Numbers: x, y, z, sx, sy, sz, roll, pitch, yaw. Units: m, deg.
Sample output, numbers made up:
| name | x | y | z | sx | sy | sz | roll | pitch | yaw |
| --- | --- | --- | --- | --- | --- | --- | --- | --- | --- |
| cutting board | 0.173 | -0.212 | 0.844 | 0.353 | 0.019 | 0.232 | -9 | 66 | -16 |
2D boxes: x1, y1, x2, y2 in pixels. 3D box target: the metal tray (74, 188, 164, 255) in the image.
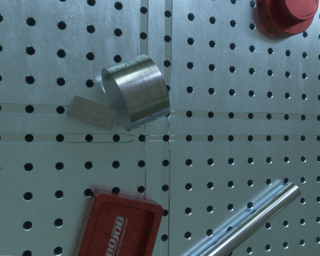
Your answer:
| name | x | y | z | sx | sy | sz | roll | pitch | yaw |
| --- | --- | --- | --- | --- | --- | --- | --- | --- | --- |
| metal tray | -0.057 | 0.150 | 0.390 | 0.091 | 0.030 | 0.129 | 17 | 84 | -20 |

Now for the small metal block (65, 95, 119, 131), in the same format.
| name | x | y | z | sx | sy | sz | roll | pitch | yaw |
| --- | --- | --- | --- | --- | --- | --- | --- | --- | --- |
| small metal block | -0.083 | -0.016 | 0.369 | 0.050 | 0.050 | 0.025 | 20 | 83 | -19 |

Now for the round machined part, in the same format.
| name | x | y | z | sx | sy | sz | roll | pitch | yaw |
| --- | --- | --- | --- | --- | --- | --- | --- | --- | --- |
| round machined part | 0.205 | -0.195 | 0.481 | 0.099 | 0.042 | 0.097 | 0 | 90 | -21 |

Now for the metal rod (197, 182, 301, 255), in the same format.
| name | x | y | z | sx | sy | sz | roll | pitch | yaw |
| --- | --- | --- | --- | --- | --- | --- | --- | --- | --- |
| metal rod | 0.091 | 0.172 | 0.448 | 0.302 | 0.025 | 0.025 | -31 | 101 | -18 |

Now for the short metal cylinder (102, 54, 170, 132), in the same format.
| name | x | y | z | sx | sy | sz | roll | pitch | yaw |
| --- | --- | --- | --- | --- | --- | --- | --- | --- | --- |
| short metal cylinder | -0.030 | -0.042 | 0.373 | 0.050 | 0.080 | 0.080 | -24 | 99 | -19 |
